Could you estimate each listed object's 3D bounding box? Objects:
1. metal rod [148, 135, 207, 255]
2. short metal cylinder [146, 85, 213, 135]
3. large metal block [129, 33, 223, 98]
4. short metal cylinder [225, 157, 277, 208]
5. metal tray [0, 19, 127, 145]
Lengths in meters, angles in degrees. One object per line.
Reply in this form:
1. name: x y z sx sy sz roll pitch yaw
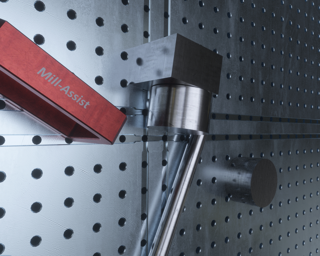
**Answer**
1. metal rod: 0.010 0.136 0.419 0.025 0.025 0.299 33 70 -36
2. short metal cylinder: 0.025 -0.021 0.397 0.081 0.080 0.050 11 83 -40
3. large metal block: 0.020 -0.073 0.392 0.081 0.080 0.050 13 82 -40
4. short metal cylinder: 0.156 0.090 0.527 0.081 0.050 0.079 0 90 -40
5. metal tray: -0.104 -0.032 0.280 0.130 0.090 0.030 40 66 -33
